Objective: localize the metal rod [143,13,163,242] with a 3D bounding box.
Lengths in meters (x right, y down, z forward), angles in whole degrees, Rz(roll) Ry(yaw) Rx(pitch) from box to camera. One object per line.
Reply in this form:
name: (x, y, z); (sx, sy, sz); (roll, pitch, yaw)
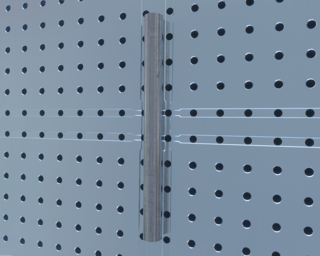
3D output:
metal rod: (-0.009, -0.001, 0.415); (0.025, 0.025, 0.298); (0, 90, 19)
